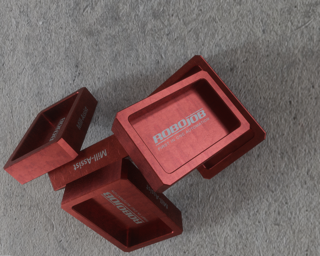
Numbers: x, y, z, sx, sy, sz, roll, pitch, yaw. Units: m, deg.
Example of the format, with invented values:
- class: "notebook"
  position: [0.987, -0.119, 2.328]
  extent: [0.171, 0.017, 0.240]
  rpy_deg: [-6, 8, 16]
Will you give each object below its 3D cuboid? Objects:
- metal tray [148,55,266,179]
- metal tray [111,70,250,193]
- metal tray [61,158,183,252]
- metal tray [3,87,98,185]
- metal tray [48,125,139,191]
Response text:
- class: "metal tray"
  position: [0.056, -0.014, 0.387]
  extent: [0.090, 0.030, 0.130]
  rpy_deg: [-40, 78, 15]
- class: "metal tray"
  position: [0.025, -0.001, 0.341]
  extent: [0.131, 0.030, 0.090]
  rpy_deg: [-30, 77, -28]
- class: "metal tray"
  position: [-0.041, 0.100, 0.377]
  extent: [0.090, 0.130, 0.030]
  rpy_deg: [-26, 37, 18]
- class: "metal tray"
  position: [-0.137, 0.005, 0.407]
  extent: [0.090, 0.130, 0.030]
  rpy_deg: [-25, 120, 18]
- class: "metal tray"
  position: [-0.065, 0.037, 0.397]
  extent: [0.130, 0.090, 0.030]
  rpy_deg: [-26, 82, 18]
